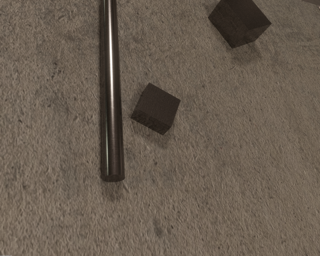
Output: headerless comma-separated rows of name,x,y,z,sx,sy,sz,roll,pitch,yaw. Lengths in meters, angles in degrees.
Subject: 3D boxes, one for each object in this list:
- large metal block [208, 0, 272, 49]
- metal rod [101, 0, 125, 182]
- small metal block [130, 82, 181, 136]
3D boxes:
large metal block,0.155,-0.209,0.601,0.081,0.050,0.080,-26,76,-37
metal rod,-0.066,-0.075,0.414,0.025,0.025,0.299,8,58,-25
small metal block,-0.005,-0.026,0.418,0.050,0.025,0.050,29,52,-11
